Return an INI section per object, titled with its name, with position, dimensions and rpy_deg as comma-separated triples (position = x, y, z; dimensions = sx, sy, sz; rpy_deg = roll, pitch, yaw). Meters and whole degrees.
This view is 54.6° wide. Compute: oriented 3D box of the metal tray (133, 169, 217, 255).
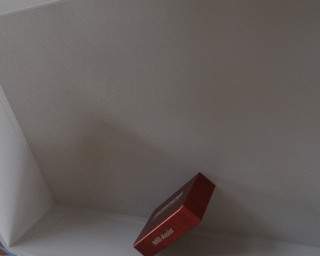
[metal tray]
position = 0.021, 0.124, 0.448
dimensions = 0.030, 0.090, 0.129
rpy_deg = 41, 127, 0
